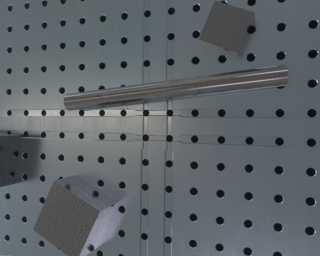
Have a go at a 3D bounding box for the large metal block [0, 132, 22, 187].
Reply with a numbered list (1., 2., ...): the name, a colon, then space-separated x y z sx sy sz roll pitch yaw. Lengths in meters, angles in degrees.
1. large metal block: -0.276 0.046 0.496 0.080 0.050 0.079 8 93 19

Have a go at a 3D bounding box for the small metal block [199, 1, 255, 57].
1. small metal block: 0.083 -0.122 0.383 0.050 0.025 0.050 25 98 18

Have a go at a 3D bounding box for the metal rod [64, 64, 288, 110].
1. metal rod: 0.007 -0.050 0.410 0.301 0.025 0.025 -5 89 19

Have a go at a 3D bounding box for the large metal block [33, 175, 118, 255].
1. large metal block: -0.120 0.125 0.441 0.080 0.050 0.080 28 99 17
